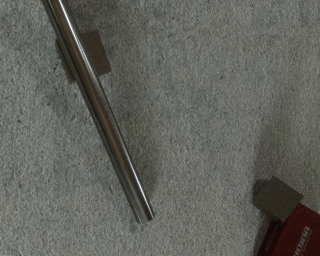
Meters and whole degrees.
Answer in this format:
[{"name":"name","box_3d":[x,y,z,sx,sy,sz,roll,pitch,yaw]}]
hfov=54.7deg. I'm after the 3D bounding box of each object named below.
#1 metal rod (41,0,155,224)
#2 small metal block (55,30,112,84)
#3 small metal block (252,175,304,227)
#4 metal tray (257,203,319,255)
[{"name":"metal rod","box_3d":[-0.069,-0.018,0.363,0.025,0.025,0.298,-26,106,-18]},{"name":"small metal block","box_3d":[-0.093,-0.085,0.375,0.050,0.025,0.050,-21,97,-19]},{"name":"small metal block","box_3d":[0.175,0.108,0.461,0.050,0.025,0.050,37,73,29]},{"name":"metal tray","box_3d":[0.208,0.187,0.486,0.090,0.030,0.130,30,80,-18]}]
